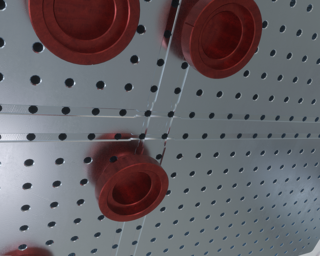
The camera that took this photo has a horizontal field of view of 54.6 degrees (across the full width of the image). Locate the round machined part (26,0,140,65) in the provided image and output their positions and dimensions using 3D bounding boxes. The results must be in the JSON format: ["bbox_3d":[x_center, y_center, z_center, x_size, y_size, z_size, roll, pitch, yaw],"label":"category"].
[{"bbox_3d":[-0.072,-0.112,0.291,0.099,0.042,0.097,-14,124,-21],"label":"round machined part"}]

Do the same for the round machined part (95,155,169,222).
[{"bbox_3d":[-0.041,0.077,0.425,0.099,0.042,0.097,-14,124,-21],"label":"round machined part"}]

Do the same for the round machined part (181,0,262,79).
[{"bbox_3d":[0.068,-0.112,0.368,0.099,0.042,0.097,-14,124,-21],"label":"round machined part"}]
